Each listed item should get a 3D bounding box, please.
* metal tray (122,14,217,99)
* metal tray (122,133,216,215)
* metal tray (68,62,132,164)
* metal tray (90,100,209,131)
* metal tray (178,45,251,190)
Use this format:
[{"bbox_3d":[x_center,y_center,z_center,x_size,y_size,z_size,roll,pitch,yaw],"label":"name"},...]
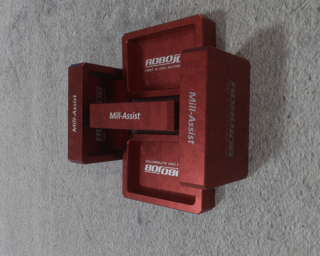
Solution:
[{"bbox_3d":[0.008,-0.084,0.397,0.130,0.030,0.089,1,93,40],"label":"metal tray"},{"bbox_3d":[0.007,0.052,0.399,0.130,0.030,0.089,1,90,40],"label":"metal tray"},{"bbox_3d":[-0.081,-0.019,0.431,0.030,0.091,0.129,2,92,40],"label":"metal tray"},{"bbox_3d":[-0.010,-0.015,0.374,0.130,0.091,0.030,2,93,40],"label":"metal tray"},{"bbox_3d":[0.058,-0.009,0.316,0.030,0.091,0.129,2,91,40],"label":"metal tray"}]
